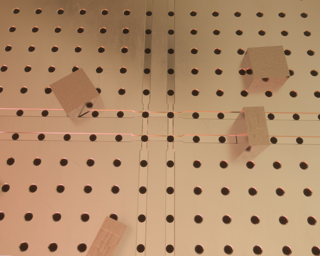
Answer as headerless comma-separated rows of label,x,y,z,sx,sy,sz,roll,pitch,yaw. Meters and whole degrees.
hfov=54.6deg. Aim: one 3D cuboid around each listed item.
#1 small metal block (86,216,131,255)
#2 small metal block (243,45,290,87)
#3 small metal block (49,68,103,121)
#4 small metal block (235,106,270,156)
small metal block,-0.057,0.130,0.351,0.025,0.050,0.050,24,72,8
small metal block,0.152,-0.088,0.445,0.050,0.025,0.050,-4,70,-2
small metal block,-0.115,-0.047,0.428,0.050,0.025,0.050,-32,73,-11
small metal block,0.117,0.005,0.397,0.025,0.050,0.050,-2,70,-1
